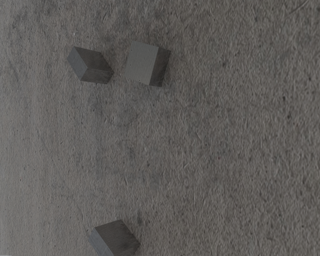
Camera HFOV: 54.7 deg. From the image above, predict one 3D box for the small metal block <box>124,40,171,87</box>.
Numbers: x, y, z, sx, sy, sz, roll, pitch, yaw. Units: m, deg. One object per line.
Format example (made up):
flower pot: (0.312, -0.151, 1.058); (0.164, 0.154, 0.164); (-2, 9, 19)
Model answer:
small metal block: (-0.018, -0.087, 0.420); (0.050, 0.025, 0.050); (25, 106, 37)

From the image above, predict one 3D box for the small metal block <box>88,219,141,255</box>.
small metal block: (-0.065, 0.163, 0.443); (0.050, 0.050, 0.025); (42, 115, 32)

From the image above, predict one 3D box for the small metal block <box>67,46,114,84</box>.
small metal block: (-0.107, -0.096, 0.477); (0.025, 0.050, 0.050); (-50, 61, 28)
